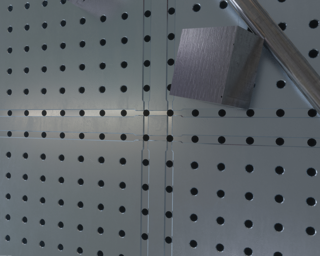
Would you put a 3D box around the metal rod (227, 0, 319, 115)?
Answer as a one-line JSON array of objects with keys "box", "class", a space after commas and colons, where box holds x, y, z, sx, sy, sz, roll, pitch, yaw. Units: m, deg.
[{"box": [0.124, -0.106, 0.349, 0.025, 0.025, 0.299, -38, 85, 16], "class": "metal rod"}]

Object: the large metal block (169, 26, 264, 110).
[{"box": [0.063, -0.069, 0.359, 0.080, 0.050, 0.079, 17, 98, 48], "class": "large metal block"}]

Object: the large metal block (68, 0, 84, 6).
[{"box": [-0.140, -0.231, 0.433, 0.050, 0.080, 0.080, -35, 79, 17], "class": "large metal block"}]
